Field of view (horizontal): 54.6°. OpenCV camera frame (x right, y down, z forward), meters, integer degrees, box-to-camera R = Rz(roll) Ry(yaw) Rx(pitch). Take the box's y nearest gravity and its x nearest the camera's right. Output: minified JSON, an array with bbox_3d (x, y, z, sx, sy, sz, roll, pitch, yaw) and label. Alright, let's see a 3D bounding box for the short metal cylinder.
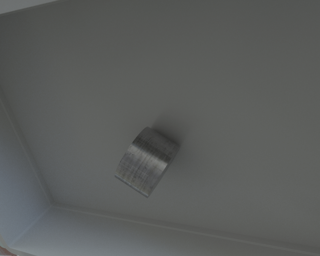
[{"bbox_3d":[-0.016,0.045,0.410,0.050,0.080,0.080,32,129,7],"label":"short metal cylinder"}]
